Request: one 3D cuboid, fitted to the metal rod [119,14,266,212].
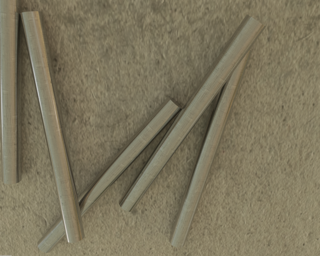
[{"bbox_3d":[0.029,-0.003,0.395,0.025,0.025,0.298,29,112,-11],"label":"metal rod"}]

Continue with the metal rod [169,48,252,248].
[{"bbox_3d":[0.063,0.039,0.424,0.025,0.025,0.298,13,109,-5],"label":"metal rod"}]

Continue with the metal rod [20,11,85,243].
[{"bbox_3d":[-0.133,0.010,0.396,0.025,0.025,0.298,-6,105,2],"label":"metal rod"}]

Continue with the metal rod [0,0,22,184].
[{"bbox_3d":[-0.185,-0.066,0.382,0.025,0.025,0.298,8,110,-4],"label":"metal rod"}]

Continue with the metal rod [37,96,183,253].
[{"bbox_3d":[-0.078,0.074,0.435,0.025,0.025,0.299,39,105,-14],"label":"metal rod"}]
